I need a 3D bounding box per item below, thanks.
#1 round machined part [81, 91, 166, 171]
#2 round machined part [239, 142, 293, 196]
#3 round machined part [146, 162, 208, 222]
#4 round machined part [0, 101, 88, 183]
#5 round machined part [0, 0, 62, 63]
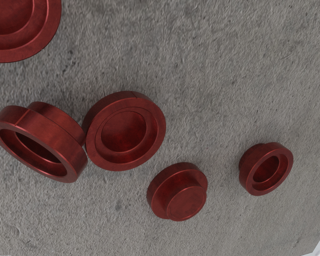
[{"bbox_3d":[-0.046,0.000,0.370,0.099,0.042,0.097,-14,125,-21],"label":"round machined part"},{"bbox_3d":[0.176,0.065,0.532,0.099,0.042,0.097,-14,124,-21],"label":"round machined part"},{"bbox_3d":[0.032,0.105,0.478,0.099,0.042,0.097,-14,124,-21],"label":"round machined part"},{"bbox_3d":[-0.116,0.011,0.315,0.042,0.098,0.098,-61,138,-33],"label":"round machined part"},{"bbox_3d":[-0.136,-0.107,0.255,0.099,0.042,0.097,-14,124,-21],"label":"round machined part"}]
